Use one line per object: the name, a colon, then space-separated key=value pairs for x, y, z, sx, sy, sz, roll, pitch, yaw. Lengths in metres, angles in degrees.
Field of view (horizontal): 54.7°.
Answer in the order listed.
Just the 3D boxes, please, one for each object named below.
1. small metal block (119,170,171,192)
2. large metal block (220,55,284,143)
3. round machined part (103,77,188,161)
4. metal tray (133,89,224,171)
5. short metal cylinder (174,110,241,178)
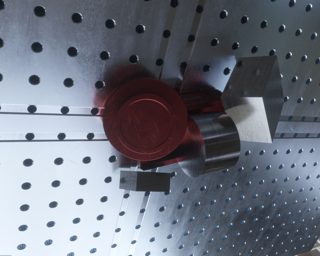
small metal block: x=-0.021 y=0.072 z=0.421 sx=0.050 sy=0.050 sz=0.025 roll=8 pitch=80 yaw=-31
large metal block: x=0.126 y=-0.038 z=0.410 sx=0.080 sy=0.050 sz=0.080 roll=-60 pitch=139 yaw=-33
round machined part: x=-0.016 y=-0.008 z=0.357 sx=0.099 sy=0.042 sz=0.097 roll=-1 pitch=103 yaw=-5
metal tray: x=0.030 y=0.001 z=0.422 sx=0.131 sy=0.030 sz=0.089 roll=-11 pitch=123 yaw=-23
short metal cylinder: x=0.057 y=0.019 z=0.398 sx=0.050 sy=0.080 sz=0.079 roll=-9 pitch=123 yaw=-25
